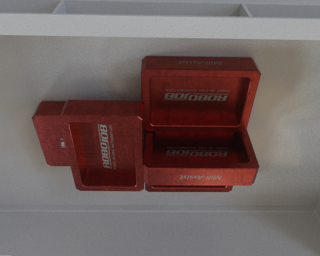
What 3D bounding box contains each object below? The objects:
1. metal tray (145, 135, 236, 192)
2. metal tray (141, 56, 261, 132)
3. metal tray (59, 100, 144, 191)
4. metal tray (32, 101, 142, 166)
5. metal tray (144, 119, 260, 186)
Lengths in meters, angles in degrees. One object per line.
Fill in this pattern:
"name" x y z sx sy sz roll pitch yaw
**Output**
"metal tray" 0.044 0.054 0.450 0.131 0.030 0.089 0 130 -1
"metal tray" 0.044 -0.038 0.372 0.131 0.030 0.089 0 130 -1
"metal tray" -0.065 0.027 0.385 0.091 0.030 0.129 1 130 -1
"metal tray" -0.089 0.010 0.409 0.131 0.030 0.089 0 130 -1
"metal tray" 0.047 0.028 0.387 0.131 0.090 0.030 1 130 -1
